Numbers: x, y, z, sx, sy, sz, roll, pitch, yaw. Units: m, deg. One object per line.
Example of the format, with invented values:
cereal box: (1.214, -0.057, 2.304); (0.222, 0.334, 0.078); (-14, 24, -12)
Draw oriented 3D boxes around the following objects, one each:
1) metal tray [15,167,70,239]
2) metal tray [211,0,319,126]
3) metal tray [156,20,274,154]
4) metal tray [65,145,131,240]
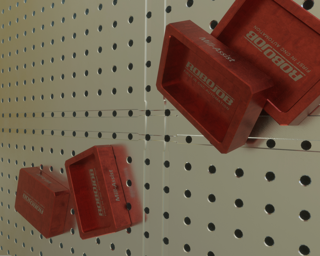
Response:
metal tray: (-0.228, 0.138, 0.590); (0.130, 0.030, 0.089); (20, 102, 38)
metal tray: (0.115, -0.076, 0.310); (0.090, 0.030, 0.130); (-52, 60, 27)
metal tray: (0.049, -0.047, 0.336); (0.130, 0.030, 0.089); (48, 144, 32)
metal tray: (-0.100, 0.101, 0.486); (0.090, 0.030, 0.129); (-26, 74, 36)
